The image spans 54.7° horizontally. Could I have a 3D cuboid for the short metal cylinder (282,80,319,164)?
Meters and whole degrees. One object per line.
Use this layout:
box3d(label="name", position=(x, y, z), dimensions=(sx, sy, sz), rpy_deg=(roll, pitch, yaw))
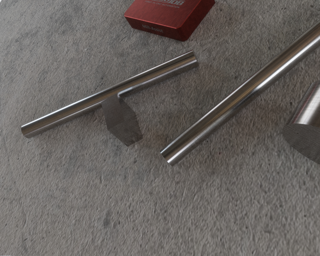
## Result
box3d(label="short metal cylinder", position=(0.162, 0.000, 0.283), dimensions=(0.080, 0.080, 0.050), rpy_deg=(27, 77, 37))

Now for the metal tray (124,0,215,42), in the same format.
box3d(label="metal tray", position=(0.013, -0.199, 0.514), dimensions=(0.130, 0.030, 0.090), rpy_deg=(28, 76, 37))

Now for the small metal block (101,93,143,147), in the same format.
box3d(label="small metal block", position=(-0.051, -0.010, 0.419), dimensions=(0.025, 0.050, 0.050), rpy_deg=(-28, 52, 10))

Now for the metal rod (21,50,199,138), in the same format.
box3d(label="metal rod", position=(-0.085, -0.047, 0.474), dimensions=(0.301, 0.025, 0.025), rpy_deg=(-21, 54, 15))

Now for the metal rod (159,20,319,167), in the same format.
box3d(label="metal rod", position=(0.123, -0.058, 0.374), dimensions=(0.300, 0.025, 0.025), rpy_deg=(-39, 51, 1))
